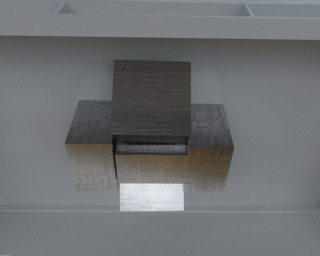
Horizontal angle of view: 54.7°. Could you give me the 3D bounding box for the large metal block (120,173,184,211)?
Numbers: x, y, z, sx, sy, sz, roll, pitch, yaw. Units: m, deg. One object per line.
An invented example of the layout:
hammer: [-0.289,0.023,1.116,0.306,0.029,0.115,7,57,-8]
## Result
large metal block: [-0.011,0.081,0.431,0.081,0.080,0.050,0,88,-2]

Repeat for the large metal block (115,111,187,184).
large metal block: [-0.010,0.023,0.391,0.081,0.080,0.050,1,130,-1]

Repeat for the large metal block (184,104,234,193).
large metal block: [0.055,0.025,0.393,0.050,0.080,0.079,1,130,-1]

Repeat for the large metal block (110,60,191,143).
large metal block: [-0.009,-0.026,0.341,0.081,0.080,0.050,1,168,-1]

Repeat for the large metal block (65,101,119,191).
large metal block: [-0.078,0.021,0.389,0.050,0.080,0.079,0,130,-1]
